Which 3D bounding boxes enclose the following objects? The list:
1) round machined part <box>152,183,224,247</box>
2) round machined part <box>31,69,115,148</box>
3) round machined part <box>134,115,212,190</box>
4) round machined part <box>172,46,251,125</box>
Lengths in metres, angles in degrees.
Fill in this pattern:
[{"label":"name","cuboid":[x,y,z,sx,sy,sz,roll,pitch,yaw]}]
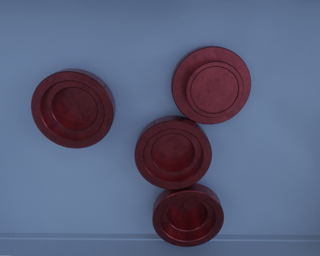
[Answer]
[{"label":"round machined part","cuboid":[0.039,0.118,0.444,0.099,0.042,0.097,0,114,-1]},{"label":"round machined part","cuboid":[-0.105,-0.027,0.391,0.099,0.042,0.097,0,110,0]},{"label":"round machined part","cuboid":[0.017,0.029,0.413,0.099,0.042,0.097,0,110,0]},{"label":"round machined part","cuboid":[0.064,-0.050,0.382,0.099,0.042,0.097,-1,108,-1]}]
